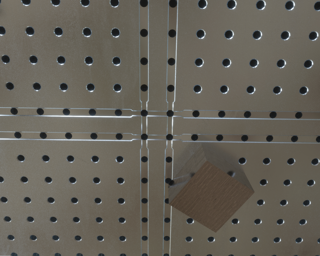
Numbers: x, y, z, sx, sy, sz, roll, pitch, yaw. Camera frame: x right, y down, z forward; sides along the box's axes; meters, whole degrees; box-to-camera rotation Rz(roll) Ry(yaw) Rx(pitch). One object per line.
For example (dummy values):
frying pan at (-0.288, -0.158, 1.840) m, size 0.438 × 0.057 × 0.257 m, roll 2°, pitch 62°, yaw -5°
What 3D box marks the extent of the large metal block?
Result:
large metal block at (0.068, 0.084, 0.431) m, size 0.080 × 0.050 × 0.080 m, roll 34°, pitch 107°, yaw -12°
